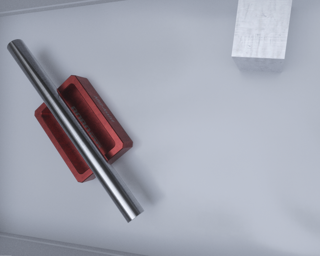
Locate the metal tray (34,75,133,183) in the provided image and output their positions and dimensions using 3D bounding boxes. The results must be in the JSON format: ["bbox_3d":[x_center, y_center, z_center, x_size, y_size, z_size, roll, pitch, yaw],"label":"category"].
[{"bbox_3d":[-0.112,0.001,0.445,0.090,0.030,0.130,-40,78,15],"label":"metal tray"}]

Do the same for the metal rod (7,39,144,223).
[{"bbox_3d":[-0.120,-0.004,0.418,0.025,0.025,0.300,-41,77,15],"label":"metal rod"}]

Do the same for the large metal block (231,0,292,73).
[{"bbox_3d":[0.114,-0.109,0.341,0.050,0.080,0.079,8,93,19],"label":"large metal block"}]
